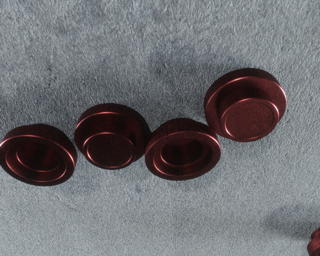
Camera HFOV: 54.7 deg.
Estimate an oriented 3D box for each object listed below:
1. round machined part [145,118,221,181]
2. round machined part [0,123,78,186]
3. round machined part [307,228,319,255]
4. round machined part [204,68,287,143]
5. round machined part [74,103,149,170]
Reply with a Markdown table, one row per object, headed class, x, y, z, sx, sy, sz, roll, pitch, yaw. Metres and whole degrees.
| class | x | y | z | sx | sy | sz | roll | pitch | yaw |
| --- | --- | --- | --- | --- | --- | --- | --- | --- | --- |
| round machined part | 0.028 | 0.024 | 0.412 | 0.099 | 0.042 | 0.097 | -4 | 134 | -4 |
| round machined part | -0.162 | 0.033 | 0.422 | 0.099 | 0.042 | 0.097 | 0 | 130 | 0 |
| round machined part | 0.328 | 0.218 | 0.585 | 0.099 | 0.042 | 0.097 | 0 | 130 | 0 |
| round machined part | 0.105 | -0.020 | 0.380 | 0.099 | 0.042 | 0.097 | 0 | 130 | 0 |
| round machined part | -0.064 | 0.018 | 0.411 | 0.099 | 0.042 | 0.097 | 0 | 130 | 0 |
